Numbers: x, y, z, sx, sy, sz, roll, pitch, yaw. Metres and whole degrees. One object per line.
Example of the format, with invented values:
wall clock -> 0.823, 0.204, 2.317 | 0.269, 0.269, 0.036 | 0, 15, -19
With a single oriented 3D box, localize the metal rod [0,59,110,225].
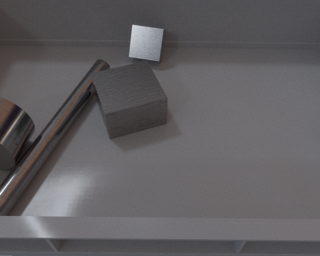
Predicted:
metal rod -> -0.139, 0.011, 0.393 | 0.025, 0.025, 0.301 | 15, 51, 12

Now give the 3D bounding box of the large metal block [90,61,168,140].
large metal block -> -0.042, -0.040, 0.422 | 0.081, 0.050, 0.080 | -16, 52, -13

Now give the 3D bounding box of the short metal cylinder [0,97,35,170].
short metal cylinder -> -0.197, 0.006, 0.362 | 0.080, 0.080, 0.050 | 9, 51, 7

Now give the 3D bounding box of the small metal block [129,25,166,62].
small metal block -> -0.020, -0.137, 0.500 | 0.050, 0.050, 0.025 | 10, 15, 8
